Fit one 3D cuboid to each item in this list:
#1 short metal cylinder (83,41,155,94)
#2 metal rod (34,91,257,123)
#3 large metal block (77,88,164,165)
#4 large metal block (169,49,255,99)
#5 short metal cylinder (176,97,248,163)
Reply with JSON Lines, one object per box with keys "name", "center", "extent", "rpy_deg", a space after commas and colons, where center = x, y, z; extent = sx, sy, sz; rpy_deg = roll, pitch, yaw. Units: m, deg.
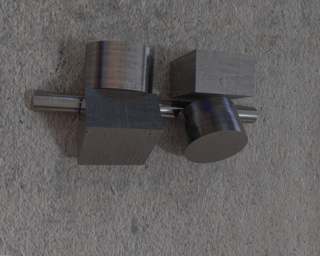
{"name": "short metal cylinder", "center": [-0.048, -0.066, 0.363], "extent": [0.081, 0.080, 0.050], "rpy_deg": [4, 89, -20]}
{"name": "metal rod", "center": [-0.004, -0.025, 0.411], "extent": [0.302, 0.025, 0.025], "rpy_deg": [2, 89, -20]}
{"name": "large metal block", "center": [-0.050, 0.002, 0.356], "extent": [0.081, 0.080, 0.050], "rpy_deg": [3, 55, -21]}
{"name": "large metal block", "center": [0.065, -0.065, 0.405], "extent": [0.081, 0.080, 0.050], "rpy_deg": [1, 90, -20]}
{"name": "short metal cylinder", "center": [0.066, 0.004, 0.399], "extent": [0.081, 0.080, 0.050], "rpy_deg": [2, 55, -20]}
